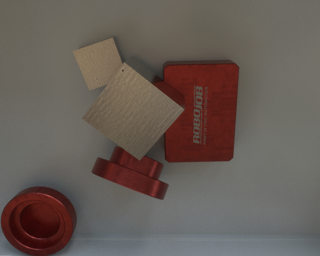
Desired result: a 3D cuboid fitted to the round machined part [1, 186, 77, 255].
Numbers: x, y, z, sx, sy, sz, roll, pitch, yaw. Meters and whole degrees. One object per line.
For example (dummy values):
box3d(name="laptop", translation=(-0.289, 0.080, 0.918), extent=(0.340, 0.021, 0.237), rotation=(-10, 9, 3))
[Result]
box3d(name="round machined part", translation=(-0.168, 0.128, 0.443), extent=(0.099, 0.042, 0.097), rotation=(0, 104, 0))

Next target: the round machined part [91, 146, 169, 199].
box3d(name="round machined part", translation=(-0.034, 0.055, 0.399), extent=(0.099, 0.098, 0.042), rotation=(23, 80, -9))

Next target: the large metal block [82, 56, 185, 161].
box3d(name="large metal block", translation=(-0.028, -0.024, 0.359), extent=(0.080, 0.050, 0.080), rotation=(38, 109, -9))

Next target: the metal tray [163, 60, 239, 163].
box3d(name="metal tray", translation=(0.050, -0.020, 0.402), extent=(0.091, 0.030, 0.129), rotation=(-1, 110, 0))

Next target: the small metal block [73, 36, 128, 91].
box3d(name="small metal block", translation=(-0.071, -0.080, 0.381), extent=(0.050, 0.025, 0.050), rotation=(-17, 109, 6))
